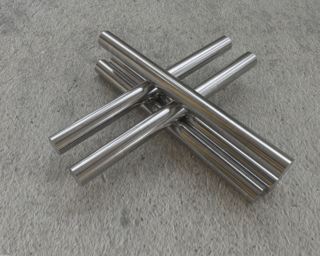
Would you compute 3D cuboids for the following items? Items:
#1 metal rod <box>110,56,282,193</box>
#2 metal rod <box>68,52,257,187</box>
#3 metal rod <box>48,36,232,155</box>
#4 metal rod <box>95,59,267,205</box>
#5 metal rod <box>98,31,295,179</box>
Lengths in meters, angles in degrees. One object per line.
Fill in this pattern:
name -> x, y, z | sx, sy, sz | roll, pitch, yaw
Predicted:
metal rod -> 0.030, -0.021, 0.423 | 0.025, 0.025, 0.300 | -35, 58, -26
metal rod -> 0.022, -0.025, 0.393 | 0.302, 0.025, 0.025 | -35, 58, -26
metal rod -> -0.009, -0.056, 0.419 | 0.302, 0.025, 0.025 | -35, 58, -26
metal rod -> 0.009, -0.010, 0.413 | 0.025, 0.025, 0.300 | -35, 58, -26
metal rod -> 0.024, -0.044, 0.376 | 0.025, 0.025, 0.300 | -35, 59, -26
